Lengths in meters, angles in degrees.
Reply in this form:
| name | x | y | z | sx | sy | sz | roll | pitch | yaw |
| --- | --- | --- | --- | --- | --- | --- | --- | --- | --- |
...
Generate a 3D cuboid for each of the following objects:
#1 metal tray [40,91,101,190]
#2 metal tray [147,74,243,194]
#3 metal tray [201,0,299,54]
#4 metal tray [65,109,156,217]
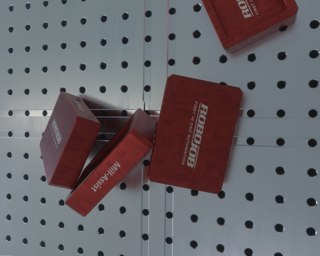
| name | x | y | z | sx | sy | sz | roll | pitch | yaw |
| --- | --- | --- | --- | --- | --- | --- | --- | --- | --- |
| metal tray | -0.125 | 0.011 | 0.413 | 0.090 | 0.030 | 0.130 | -65 | 31 | 9 |
| metal tray | 0.041 | 0.007 | 0.379 | 0.090 | 0.030 | 0.129 | 11 | 94 | -2 |
| metal tray | 0.096 | -0.169 | 0.376 | 0.090 | 0.030 | 0.130 | -25 | 82 | 18 |
| metal tray | -0.060 | 0.041 | 0.396 | 0.030 | 0.090 | 0.130 | 40 | 106 | -12 |
